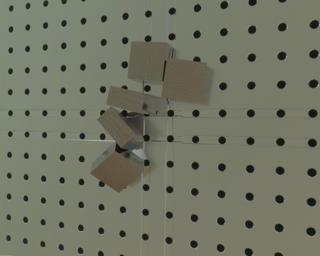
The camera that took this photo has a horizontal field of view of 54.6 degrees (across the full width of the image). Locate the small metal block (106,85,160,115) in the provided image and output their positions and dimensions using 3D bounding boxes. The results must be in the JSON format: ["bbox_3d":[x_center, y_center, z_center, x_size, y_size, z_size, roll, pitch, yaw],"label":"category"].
[{"bbox_3d":[-0.035,-0.036,0.412,0.050,0.050,0.025,15,95,19],"label":"small metal block"}]

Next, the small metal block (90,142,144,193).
[{"bbox_3d":[-0.057,0.053,0.418,0.050,0.025,0.050,40,111,-22],"label":"small metal block"}]

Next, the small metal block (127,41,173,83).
[{"bbox_3d":[-0.013,-0.088,0.418,0.050,0.025,0.050,7,93,20],"label":"small metal block"}]

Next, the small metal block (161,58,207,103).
[{"bbox_3d":[0.031,-0.060,0.396,0.050,0.025,0.050,9,93,6],"label":"small metal block"}]

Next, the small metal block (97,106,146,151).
[{"bbox_3d":[-0.051,0.002,0.416,0.025,0.050,0.050,-43,76,3],"label":"small metal block"}]
